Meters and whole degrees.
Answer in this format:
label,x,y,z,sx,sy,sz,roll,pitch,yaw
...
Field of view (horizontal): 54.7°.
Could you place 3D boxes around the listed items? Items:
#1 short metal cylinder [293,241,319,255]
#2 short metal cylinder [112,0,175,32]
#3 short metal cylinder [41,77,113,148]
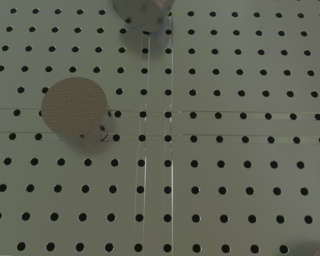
label,x,y,z,sx,sy,sz,roll,pitch,yaw
short metal cylinder,0.193,0.166,0.340,0.081,0.050,0.080,0,70,0
short metal cylinder,-0.022,-0.187,0.451,0.080,0.080,0.050,21,72,7
short metal cylinder,-0.106,-0.019,0.404,0.081,0.050,0.080,0,70,0
